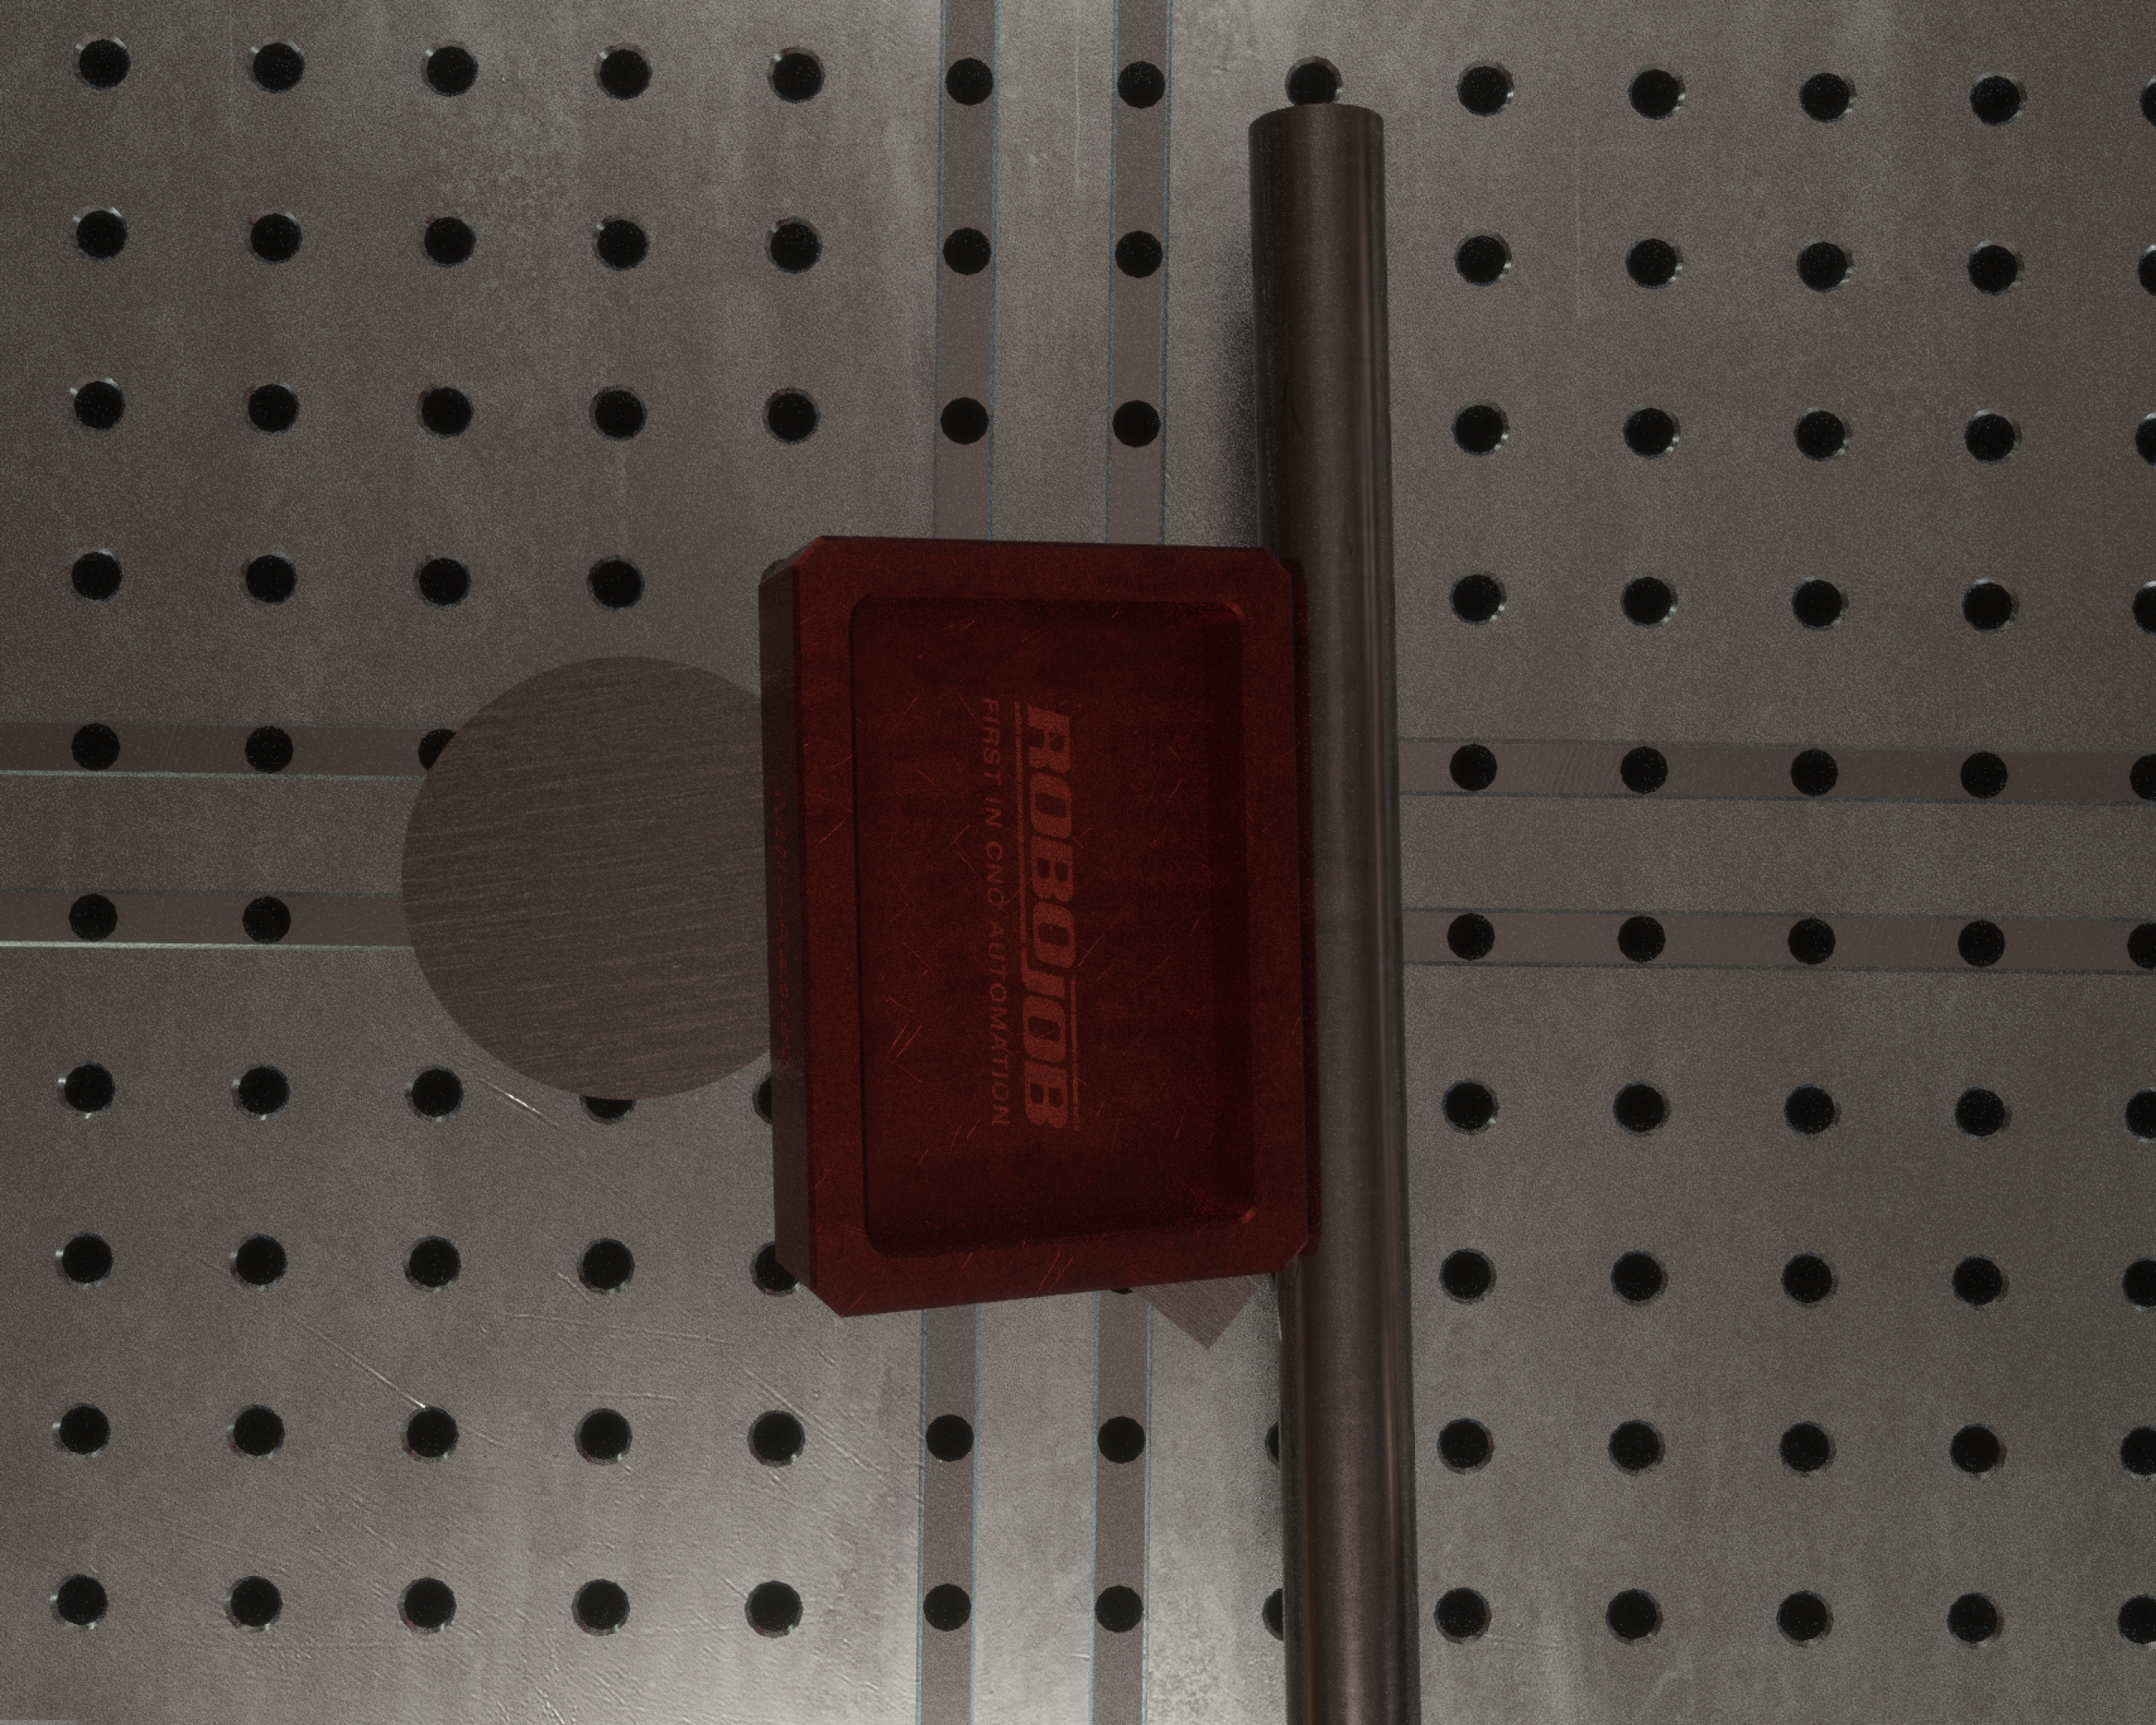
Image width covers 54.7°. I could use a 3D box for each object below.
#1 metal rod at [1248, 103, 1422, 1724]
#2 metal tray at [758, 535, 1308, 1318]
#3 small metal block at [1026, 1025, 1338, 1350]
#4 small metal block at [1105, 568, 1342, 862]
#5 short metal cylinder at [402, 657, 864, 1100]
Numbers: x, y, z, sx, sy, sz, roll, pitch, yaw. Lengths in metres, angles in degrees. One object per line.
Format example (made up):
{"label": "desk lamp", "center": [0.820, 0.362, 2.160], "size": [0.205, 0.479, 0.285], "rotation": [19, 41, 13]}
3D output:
{"label": "metal rod", "center": [0.048, 0.012, 0.389], "size": [0.025, 0.025, 0.298], "rotation": [-1, 90, -1]}
{"label": "metal tray", "center": [-0.008, 0.010, 0.371], "size": [0.091, 0.030, 0.129], "rotation": [-2, 90, -20]}
{"label": "small metal block", "center": [0.021, 0.059, 0.413], "size": [0.050, 0.025, 0.050], "rotation": [39, 90, -1]}
{"label": "small metal block", "center": [0.031, -0.029, 0.414], "size": [0.050, 0.025, 0.050], "rotation": [-15, 90, -1]}
{"label": "short metal cylinder", "center": [-0.081, 0.003, 0.399], "size": [0.081, 0.050, 0.079], "rotation": [0, 90, -1]}
